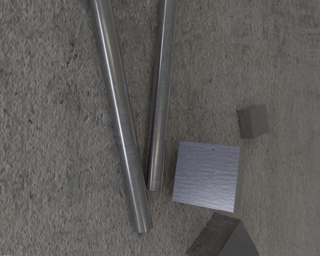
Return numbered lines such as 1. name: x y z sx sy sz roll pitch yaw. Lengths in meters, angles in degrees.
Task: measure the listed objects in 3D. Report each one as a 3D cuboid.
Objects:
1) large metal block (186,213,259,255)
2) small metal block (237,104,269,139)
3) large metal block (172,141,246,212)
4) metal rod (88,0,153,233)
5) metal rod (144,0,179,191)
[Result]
1. large metal block: 0.097 0.191 0.470 0.080 0.050 0.080 -45 117 -31
2. small metal block: 0.163 -0.012 0.541 0.050 0.025 0.050 -17 101 -39
3. large metal block: 0.068 0.063 0.416 0.050 0.080 0.080 21 76 -65
4. metal rod: -0.046 -0.021 0.365 0.025 0.025 0.298 -17 101 -39
5. metal rod: 0.004 -0.070 0.407 0.025 0.025 0.298 8 85 -40
